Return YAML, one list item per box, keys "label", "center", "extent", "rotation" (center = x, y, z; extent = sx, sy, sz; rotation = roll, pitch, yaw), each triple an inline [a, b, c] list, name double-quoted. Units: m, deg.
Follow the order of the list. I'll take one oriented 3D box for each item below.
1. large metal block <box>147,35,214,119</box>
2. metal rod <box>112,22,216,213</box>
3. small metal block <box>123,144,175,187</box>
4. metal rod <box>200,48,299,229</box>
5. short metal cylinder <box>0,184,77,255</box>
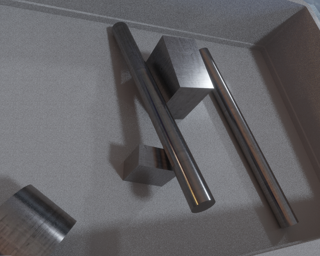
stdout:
- label: "large metal block"
  center: [0.018, -0.065, 0.422]
  extent: [0.050, 0.080, 0.080]
  rotation: [-2, 63, -30]
- label: "metal rod"
  center: [-0.009, -0.037, 0.381]
  extent: [0.025, 0.025, 0.299]
  rotation: [-2, 49, -29]
- label: "small metal block"
  center: [-0.010, 0.045, 0.358]
  extent: [0.050, 0.050, 0.025]
  rotation: [13, 57, -21]
- label: "metal rod"
  center: [0.124, 0.003, 0.472]
  extent: [0.025, 0.025, 0.299]
  rotation: [-9, 67, -33]
- label: "short metal cylinder"
  center: [-0.115, 0.093, 0.252]
  extent: [0.050, 0.080, 0.080]
  rotation: [40, 51, -2]
